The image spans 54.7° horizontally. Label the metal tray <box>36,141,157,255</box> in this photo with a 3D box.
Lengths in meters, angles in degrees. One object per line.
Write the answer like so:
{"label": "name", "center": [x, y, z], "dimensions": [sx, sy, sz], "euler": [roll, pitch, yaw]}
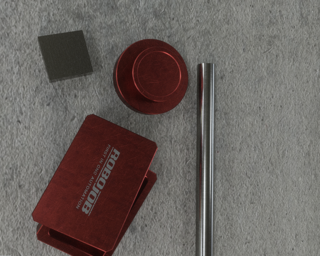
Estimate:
{"label": "metal tray", "center": [-0.075, 0.090, 0.379], "dimensions": [0.090, 0.030, 0.130], "euler": [35, 79, -17]}

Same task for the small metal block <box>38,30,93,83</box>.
{"label": "small metal block", "center": [-0.112, -0.085, 0.368], "dimensions": [0.050, 0.025, 0.050], "euler": [-16, 96, -20]}

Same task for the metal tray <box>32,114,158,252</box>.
{"label": "metal tray", "center": [-0.069, 0.060, 0.352], "dimensions": [0.090, 0.030, 0.130], "euler": [25, 69, -2]}

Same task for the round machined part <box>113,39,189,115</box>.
{"label": "round machined part", "center": [-0.007, -0.066, 0.398], "dimensions": [0.099, 0.042, 0.097], "euler": [0, 90, -21]}

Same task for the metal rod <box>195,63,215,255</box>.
{"label": "metal rod", "center": [0.063, 0.061, 0.433], "dimensions": [0.025, 0.025, 0.298], "euler": [1, 90, -20]}
